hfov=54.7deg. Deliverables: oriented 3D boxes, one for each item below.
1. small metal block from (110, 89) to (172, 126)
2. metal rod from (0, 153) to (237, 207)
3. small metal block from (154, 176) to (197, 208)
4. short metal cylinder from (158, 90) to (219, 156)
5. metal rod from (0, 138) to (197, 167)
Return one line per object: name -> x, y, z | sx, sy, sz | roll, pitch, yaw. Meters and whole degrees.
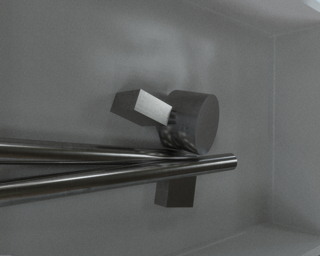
small metal block -> -0.023, -0.023, 0.373 | 0.050, 0.050, 0.025 | 26, 73, -37
metal rod -> -0.024, 0.054, 0.364 | 0.303, 0.025, 0.025 | -3, 92, -33
small metal block -> 0.022, 0.082, 0.428 | 0.050, 0.025, 0.050 | 12, 82, -40
short metal cylinder -> 0.040, -0.008, 0.409 | 0.080, 0.050, 0.079 | -30, 126, -54
metal rod -> -0.070, 0.031, 0.349 | 0.302, 0.025, 0.025 | 7, 86, -40
